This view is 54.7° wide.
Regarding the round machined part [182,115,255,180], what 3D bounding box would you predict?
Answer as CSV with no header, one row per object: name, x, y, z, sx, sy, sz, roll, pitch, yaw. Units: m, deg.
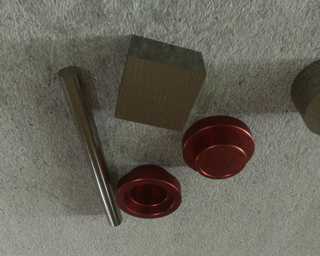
round machined part,0.080,0.033,0.425,0.099,0.042,0.097,0,130,0

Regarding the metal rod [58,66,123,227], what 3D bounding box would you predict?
metal rod,-0.091,0.049,0.448,0.025,0.025,0.298,-4,130,3

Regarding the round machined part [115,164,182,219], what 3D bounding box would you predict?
round machined part,-0.017,0.094,0.476,0.099,0.042,0.097,0,130,0

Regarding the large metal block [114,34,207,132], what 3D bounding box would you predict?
large metal block,-0.002,-0.049,0.349,0.081,0.050,0.079,12,129,-10

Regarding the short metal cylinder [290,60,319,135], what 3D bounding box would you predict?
short metal cylinder,0.202,-0.036,0.362,0.081,0.050,0.079,0,130,0
